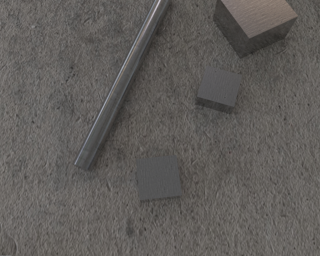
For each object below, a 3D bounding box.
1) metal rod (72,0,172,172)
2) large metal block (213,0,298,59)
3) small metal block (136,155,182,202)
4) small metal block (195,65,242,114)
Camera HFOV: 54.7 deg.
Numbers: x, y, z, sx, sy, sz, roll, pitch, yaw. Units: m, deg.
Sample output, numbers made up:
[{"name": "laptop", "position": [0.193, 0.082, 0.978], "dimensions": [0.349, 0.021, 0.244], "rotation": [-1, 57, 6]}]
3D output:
[{"name": "metal rod", "position": [-0.044, -0.081, 0.437], "dimensions": [0.025, 0.025, 0.300], "rotation": [20, 71, 7]}, {"name": "large metal block", "position": [0.136, -0.162, 0.455], "dimensions": [0.080, 0.050, 0.080], "rotation": [-26, 72, -9]}, {"name": "small metal block", "position": [-0.002, 0.063, 0.385], "dimensions": [0.050, 0.025, 0.050], "rotation": [-6, 70, -3]}, {"name": "small metal block", "position": [0.081, -0.053, 0.428], "dimensions": [0.050, 0.025, 0.050], "rotation": [17, 71, 6]}]
